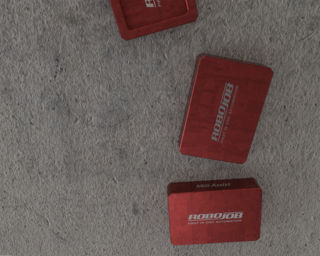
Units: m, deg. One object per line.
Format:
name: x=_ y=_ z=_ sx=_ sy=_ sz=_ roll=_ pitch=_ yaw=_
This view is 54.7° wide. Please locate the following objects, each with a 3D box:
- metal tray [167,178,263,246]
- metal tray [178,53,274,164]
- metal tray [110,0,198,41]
metal tray: x=0.078 y=0.123 z=0.453 sx=0.131 sy=0.030 sz=0.089 roll=-4 pitch=110 yaw=1
metal tray: x=0.080 y=-0.023 z=0.399 sx=0.091 sy=0.030 sz=0.129 roll=10 pitch=110 yaw=-4
metal tray: x=-0.017 y=-0.173 z=0.342 sx=0.090 sy=0.030 sz=0.129 roll=-15 pitch=110 yaw=5
